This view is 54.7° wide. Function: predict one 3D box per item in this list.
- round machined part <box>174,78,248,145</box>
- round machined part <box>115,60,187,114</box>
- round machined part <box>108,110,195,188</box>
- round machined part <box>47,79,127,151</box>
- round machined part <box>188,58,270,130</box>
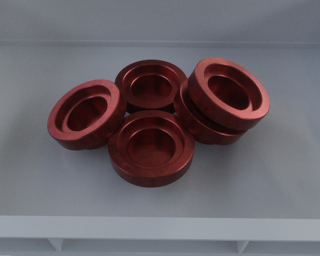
[{"bbox_3d":[0.062,-0.018,0.393,0.099,0.042,0.098,15,47,-17],"label":"round machined part"},{"bbox_3d":[-0.012,-0.048,0.432,0.099,0.042,0.098,0,50,0],"label":"round machined part"},{"bbox_3d":[-0.010,0.028,0.367,0.099,0.042,0.098,0,50,0],"label":"round machined part"},{"bbox_3d":[-0.086,-0.012,0.388,0.098,0.042,0.098,-13,48,16],"label":"round machined part"},{"bbox_3d":[0.077,-0.036,0.372,0.099,0.042,0.098,15,48,-17],"label":"round machined part"}]
